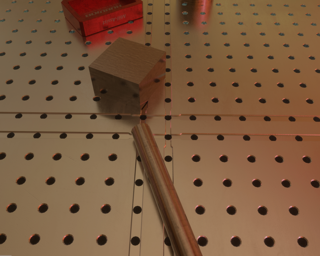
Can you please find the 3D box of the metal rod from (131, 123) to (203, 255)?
[{"bbox_3d":[0.022,0.111,0.314,0.025,0.025,0.299,-14,52,-12],"label":"metal rod"}]

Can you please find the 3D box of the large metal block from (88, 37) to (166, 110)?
[{"bbox_3d":[-0.045,-0.083,0.460,0.080,0.050,0.080,22,53,17],"label":"large metal block"}]

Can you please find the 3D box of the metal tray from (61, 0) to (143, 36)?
[{"bbox_3d":[-0.109,-0.229,0.595,0.131,0.030,0.090,-27,55,-21],"label":"metal tray"}]

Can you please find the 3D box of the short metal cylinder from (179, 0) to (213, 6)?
[{"bbox_3d":[0.075,-0.298,0.643,0.081,0.050,0.080,0,50,0],"label":"short metal cylinder"}]
